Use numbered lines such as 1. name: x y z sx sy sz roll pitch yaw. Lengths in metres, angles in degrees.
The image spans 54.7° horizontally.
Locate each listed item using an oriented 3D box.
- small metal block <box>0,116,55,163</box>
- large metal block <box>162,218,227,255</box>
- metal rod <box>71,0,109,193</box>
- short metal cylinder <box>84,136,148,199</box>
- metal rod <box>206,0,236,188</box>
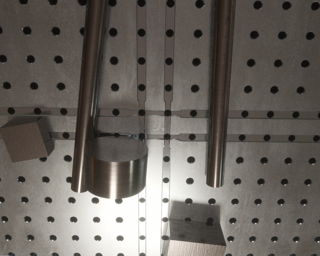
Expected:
1. small metal block: -0.178 0.015 0.417 0.050 0.025 0.050 -10 110 3
2. large metal block: 0.048 0.190 0.471 0.081 0.050 0.079 8 110 -3
3. metal rod: -0.089 -0.052 0.392 0.025 0.025 0.298 9 110 -4
4. short metal cylinder: -0.057 0.048 0.401 0.081 0.080 0.050 4 110 -2
5. metal rod: 0.077 -0.061 0.392 0.025 0.025 0.298 -1 110 0
